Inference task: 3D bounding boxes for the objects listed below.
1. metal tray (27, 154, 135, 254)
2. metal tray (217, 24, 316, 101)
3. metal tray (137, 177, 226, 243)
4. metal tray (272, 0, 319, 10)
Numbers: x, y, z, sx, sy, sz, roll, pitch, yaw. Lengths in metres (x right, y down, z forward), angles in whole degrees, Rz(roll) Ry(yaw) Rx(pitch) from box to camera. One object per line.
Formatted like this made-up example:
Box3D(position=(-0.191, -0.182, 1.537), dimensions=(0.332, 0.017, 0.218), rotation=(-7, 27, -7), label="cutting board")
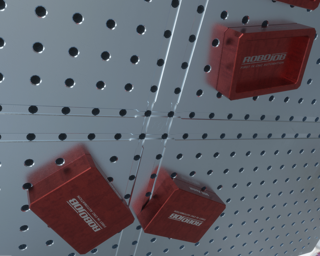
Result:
Box3D(position=(-0.101, 0.107, 0.418), dimensions=(0.090, 0.030, 0.130), rotation=(-32, 129, -8), label="metal tray")
Box3D(position=(0.146, -0.093, 0.429), dimensions=(0.131, 0.030, 0.089), rotation=(-11, 123, -23), label="metal tray")
Box3D(position=(0.039, 0.140, 0.515), dimensions=(0.131, 0.030, 0.090), rotation=(27, 104, -37), label="metal tray")
Box3D(position=(0.150, -0.198, 0.366), dimensions=(0.131, 0.030, 0.089), rotation=(0, 119, -28), label="metal tray")
